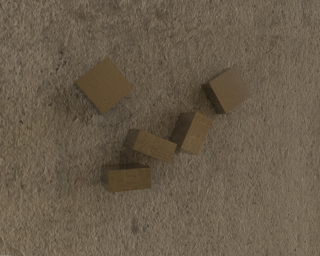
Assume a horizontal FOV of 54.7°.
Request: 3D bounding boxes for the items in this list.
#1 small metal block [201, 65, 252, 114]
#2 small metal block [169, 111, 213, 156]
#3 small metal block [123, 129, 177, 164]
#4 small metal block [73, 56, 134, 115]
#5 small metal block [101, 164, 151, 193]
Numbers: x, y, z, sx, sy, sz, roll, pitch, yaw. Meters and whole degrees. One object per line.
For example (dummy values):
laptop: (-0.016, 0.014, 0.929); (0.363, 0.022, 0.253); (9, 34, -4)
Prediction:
small metal block: (0.095, -0.054, 0.444); (0.050, 0.025, 0.050); (-34, 101, -17)
small metal block: (0.038, 0.007, 0.410); (0.025, 0.050, 0.050); (27, 81, -18)
small metal block: (-0.014, 0.022, 0.390); (0.050, 0.050, 0.025); (23, 83, -19)
small metal block: (-0.070, -0.051, 0.383); (0.050, 0.025, 0.050); (-42, 104, -15)
small metal block: (-0.043, 0.060, 0.380); (0.050, 0.050, 0.025); (-2, 91, -20)
